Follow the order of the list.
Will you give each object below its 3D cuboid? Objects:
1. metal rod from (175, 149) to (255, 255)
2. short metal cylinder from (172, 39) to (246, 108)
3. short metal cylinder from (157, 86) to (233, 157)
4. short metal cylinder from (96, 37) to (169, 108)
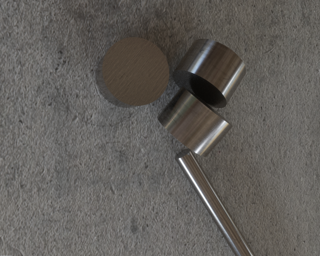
[{"bbox_3d":[0.108,0.160,0.449,0.025,0.025,0.299,-35,102,-17],"label":"metal rod"},{"bbox_3d":[0.063,-0.069,0.403,0.080,0.080,0.050,36,78,-17],"label":"short metal cylinder"},{"bbox_3d":[0.044,-0.009,0.389,0.080,0.080,0.050,36,101,-17],"label":"short metal cylinder"},{"bbox_3d":[-0.035,-0.066,0.383,0.081,0.050,0.080,0,90,-20],"label":"short metal cylinder"}]
